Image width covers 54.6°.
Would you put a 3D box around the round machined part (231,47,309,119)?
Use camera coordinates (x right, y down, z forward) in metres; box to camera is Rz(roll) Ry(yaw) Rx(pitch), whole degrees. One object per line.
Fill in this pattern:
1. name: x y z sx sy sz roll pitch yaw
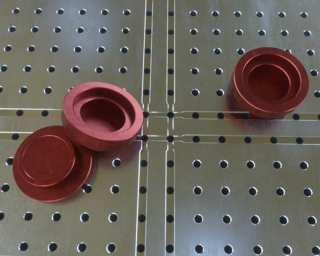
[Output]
1. round machined part: 0.146 -0.058 0.425 0.099 0.042 0.098 0 70 0

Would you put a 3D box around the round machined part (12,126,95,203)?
1. round machined part: -0.135 0.042 0.387 0.099 0.042 0.098 0 70 0

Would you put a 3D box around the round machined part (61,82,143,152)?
1. round machined part: -0.074 -0.010 0.391 0.099 0.042 0.098 14 46 -15
